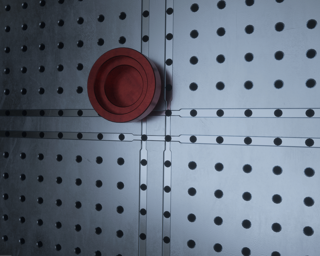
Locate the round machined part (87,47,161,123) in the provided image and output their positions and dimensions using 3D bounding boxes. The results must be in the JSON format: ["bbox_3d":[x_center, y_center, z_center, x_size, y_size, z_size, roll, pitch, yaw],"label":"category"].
[{"bbox_3d":[-0.045,-0.055,0.418,0.098,0.042,0.097,0,90,19],"label":"round machined part"}]
